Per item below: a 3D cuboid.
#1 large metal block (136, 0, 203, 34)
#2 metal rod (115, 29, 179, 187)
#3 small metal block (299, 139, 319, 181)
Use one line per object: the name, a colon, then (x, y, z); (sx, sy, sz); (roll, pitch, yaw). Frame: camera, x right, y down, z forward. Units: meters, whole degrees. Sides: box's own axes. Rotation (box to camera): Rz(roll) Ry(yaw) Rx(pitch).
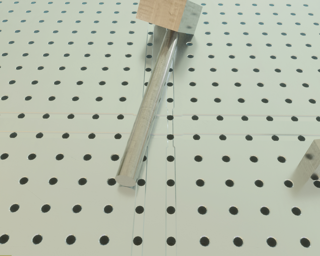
large metal block: (0.018, -0.201, 0.537); (0.080, 0.050, 0.080); (24, 21, 19)
metal rod: (-0.009, -0.051, 0.450); (0.025, 0.025, 0.300); (9, 51, 7)
small metal block: (0.200, 0.036, 0.362); (0.050, 0.050, 0.025); (-5, 50, -5)
